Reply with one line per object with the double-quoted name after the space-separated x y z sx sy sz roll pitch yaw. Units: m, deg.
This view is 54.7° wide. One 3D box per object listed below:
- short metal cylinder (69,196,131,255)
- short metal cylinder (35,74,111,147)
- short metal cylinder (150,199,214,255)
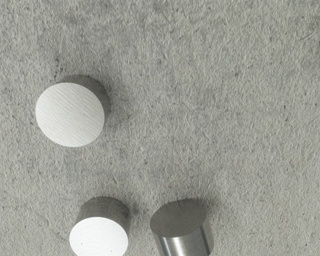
-0.084 0.147 0.450 0.081 0.050 0.079 0 110 0 "short metal cylinder"
-0.105 -0.023 0.387 0.081 0.050 0.079 0 110 0 "short metal cylinder"
0.031 0.145 0.434 0.080 0.080 0.050 -14 110 5 "short metal cylinder"
